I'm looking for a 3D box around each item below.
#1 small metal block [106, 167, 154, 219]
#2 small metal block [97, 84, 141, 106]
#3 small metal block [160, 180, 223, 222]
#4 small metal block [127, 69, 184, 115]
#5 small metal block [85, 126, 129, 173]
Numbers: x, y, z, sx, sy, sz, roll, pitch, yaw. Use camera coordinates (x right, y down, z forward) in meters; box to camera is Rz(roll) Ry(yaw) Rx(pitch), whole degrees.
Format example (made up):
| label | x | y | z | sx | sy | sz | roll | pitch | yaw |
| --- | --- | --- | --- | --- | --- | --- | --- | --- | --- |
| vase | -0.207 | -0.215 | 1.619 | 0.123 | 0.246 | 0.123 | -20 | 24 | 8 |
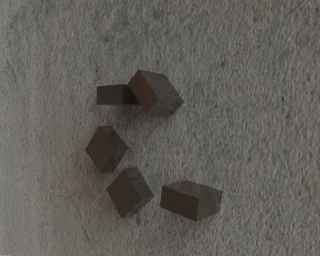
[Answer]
| label | x | y | z | sx | sy | sz | roll | pitch | yaw |
| --- | --- | --- | --- | --- | --- | --- | --- | --- | --- |
| small metal block | -0.043 | 0.091 | 0.438 | 0.050 | 0.025 | 0.050 | -49 | 62 | 28 |
| small metal block | -0.052 | -0.044 | 0.429 | 0.050 | 0.050 | 0.025 | 1 | 91 | 39 |
| small metal block | 0.036 | 0.082 | 0.357 | 0.050 | 0.050 | 0.025 | 11 | 97 | 39 |
| small metal block | -0.005 | -0.044 | 0.391 | 0.025 | 0.050 | 0.050 | -48 | 62 | 29 |
| small metal block | -0.081 | 0.032 | 0.470 | 0.050 | 0.025 | 0.050 | 48 | 118 | 29 |
